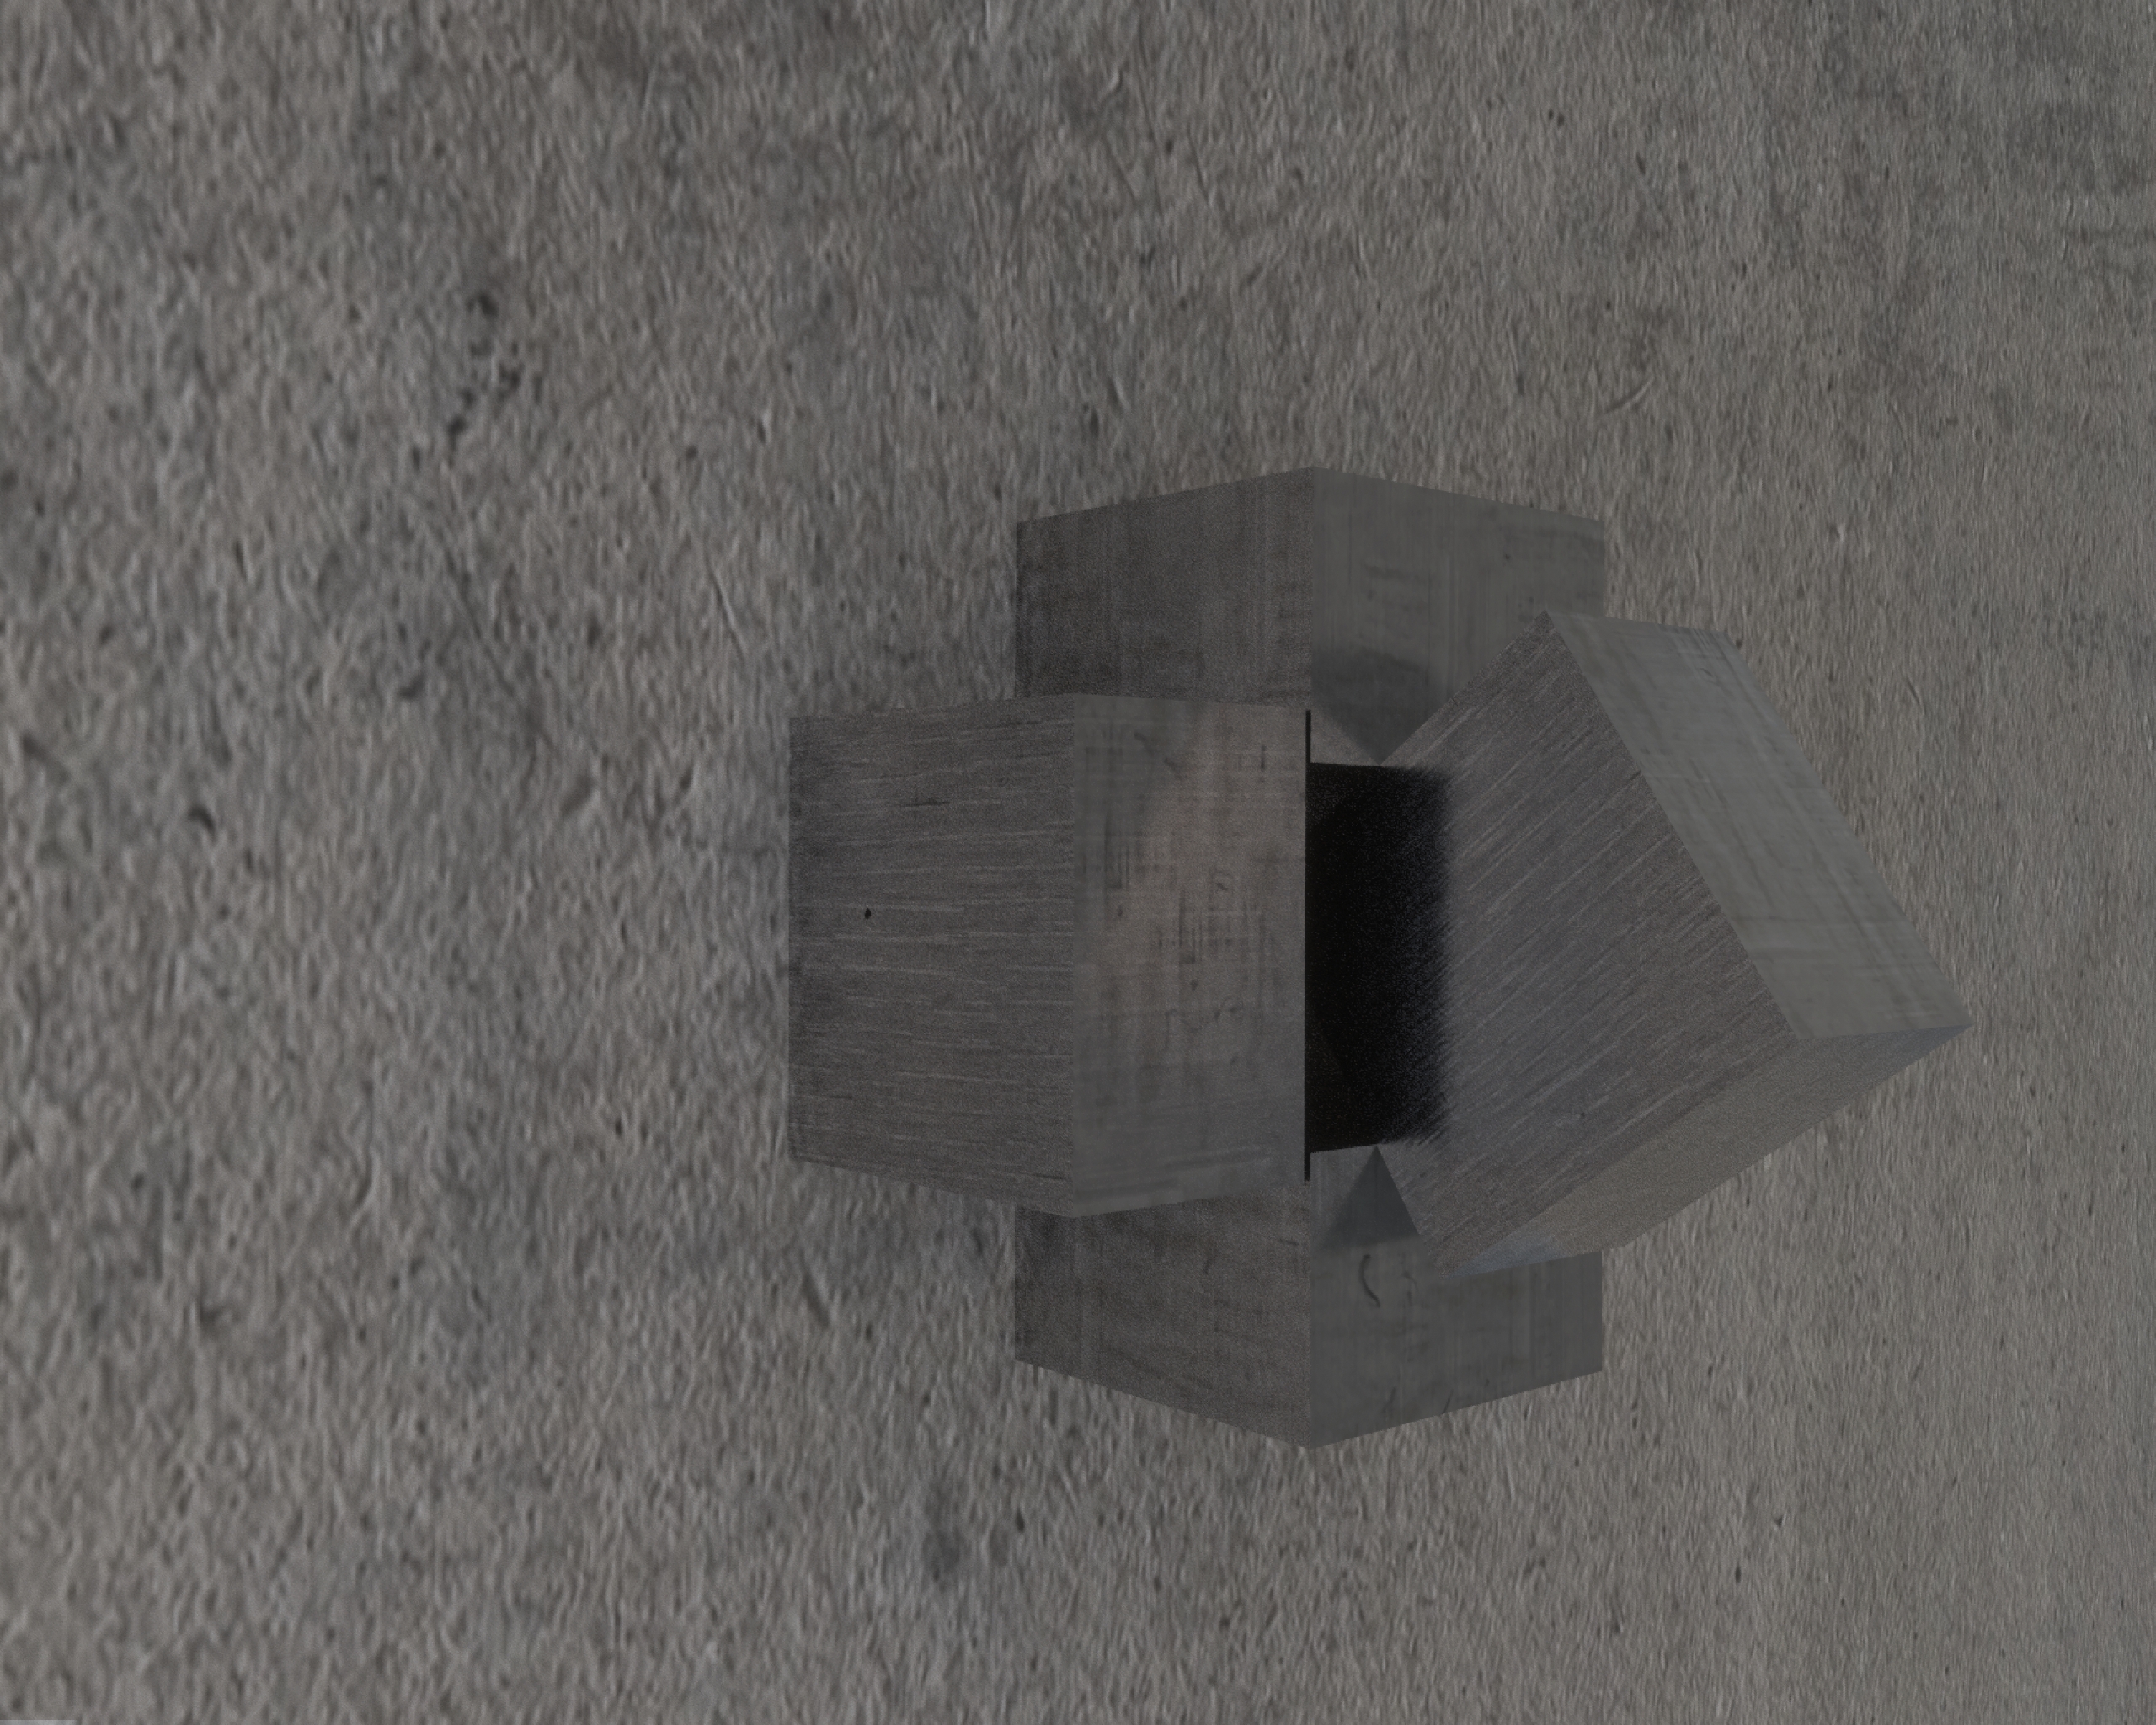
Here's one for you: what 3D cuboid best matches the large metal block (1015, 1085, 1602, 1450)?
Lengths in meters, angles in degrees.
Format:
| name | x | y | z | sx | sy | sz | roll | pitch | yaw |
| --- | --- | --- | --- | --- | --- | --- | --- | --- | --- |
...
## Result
| name | x | y | z | sx | sy | sz | roll | pitch | yaw |
| --- | --- | --- | --- | --- | --- | --- | --- | --- | --- |
| large metal block | 0.044 | 0.073 | 0.406 | 0.081 | 0.080 | 0.050 | 0 | 91 | -40 |

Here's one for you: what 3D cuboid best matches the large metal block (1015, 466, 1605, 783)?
| name | x | y | z | sx | sy | sz | roll | pitch | yaw |
| --- | --- | --- | --- | --- | --- | --- | --- | --- | --- |
| large metal block | 0.044 | -0.041 | 0.406 | 0.081 | 0.080 | 0.050 | 1 | 90 | -40 |

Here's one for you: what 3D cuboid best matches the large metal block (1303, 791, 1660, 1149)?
| name | x | y | z | sx | sy | sz | roll | pitch | yaw |
| --- | --- | --- | --- | --- | --- | --- | --- | --- | --- |
| large metal block | 0.095 | 0.021 | 0.448 | 0.050 | 0.080 | 0.080 | 1 | 89 | -40 |

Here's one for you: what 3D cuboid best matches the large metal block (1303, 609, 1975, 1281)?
| name | x | y | z | sx | sy | sz | roll | pitch | yaw |
| --- | --- | --- | --- | --- | --- | --- | --- | --- | --- |
| large metal block | 0.087 | 0.015 | 0.357 | 0.050 | 0.080 | 0.080 | 0 | 55 | -40 |

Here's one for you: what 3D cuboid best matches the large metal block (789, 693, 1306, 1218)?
| name | x | y | z | sx | sy | sz | roll | pitch | yaw |
| --- | --- | --- | --- | --- | --- | --- | --- | --- | --- |
| large metal block | -0.007 | 0.014 | 0.363 | 0.050 | 0.080 | 0.080 | 0 | 90 | -40 |
